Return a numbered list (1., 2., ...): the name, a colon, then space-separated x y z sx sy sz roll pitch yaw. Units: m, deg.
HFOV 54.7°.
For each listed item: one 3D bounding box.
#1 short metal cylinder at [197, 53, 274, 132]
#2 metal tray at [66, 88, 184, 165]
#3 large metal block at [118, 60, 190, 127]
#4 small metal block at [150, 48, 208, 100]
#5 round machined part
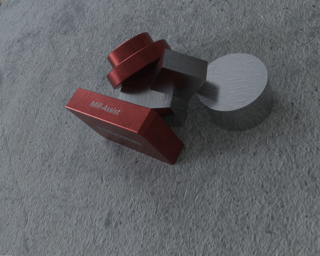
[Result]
1. short metal cylinder: 0.090 -0.042 0.369 0.080 0.050 0.080 -13 56 21
2. metal tray: -0.044 -0.002 0.387 0.130 0.090 0.030 18 72 35
3. large metal block: -0.005 -0.047 0.422 0.080 0.050 0.080 -1 61 27
4. small metal block: 0.021 -0.060 0.356 0.050 0.050 0.025 14 65 -11
5. round machined part: -0.035 -0.098 0.436 0.098 0.098 0.042 -32 96 7
